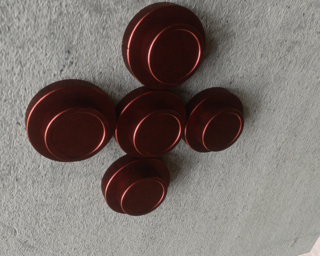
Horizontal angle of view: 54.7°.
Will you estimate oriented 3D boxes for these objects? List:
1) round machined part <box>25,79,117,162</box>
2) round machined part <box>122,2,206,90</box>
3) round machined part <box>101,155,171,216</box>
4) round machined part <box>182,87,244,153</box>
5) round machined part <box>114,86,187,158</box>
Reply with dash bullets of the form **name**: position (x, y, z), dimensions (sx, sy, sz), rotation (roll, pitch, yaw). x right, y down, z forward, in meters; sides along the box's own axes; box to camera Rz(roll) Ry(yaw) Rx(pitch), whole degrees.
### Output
- **round machined part**: position (-0.095, -0.001, 0.345), dimensions (0.099, 0.042, 0.097), rotation (-14, 125, -21)
- **round machined part**: position (0.010, -0.088, 0.350), dimensions (0.099, 0.042, 0.097), rotation (-14, 125, -21)
- **round machined part**: position (-0.029, 0.084, 0.435), dimensions (0.099, 0.042, 0.097), rotation (-14, 125, -21)
- **round machined part**: position (0.079, -0.005, 0.439), dimensions (0.099, 0.042, 0.097), rotation (-14, 125, -21)
- **round machined part**: position (-0.009, -0.002, 0.393), dimensions (0.099, 0.042, 0.097), rotation (-14, 125, -21)
